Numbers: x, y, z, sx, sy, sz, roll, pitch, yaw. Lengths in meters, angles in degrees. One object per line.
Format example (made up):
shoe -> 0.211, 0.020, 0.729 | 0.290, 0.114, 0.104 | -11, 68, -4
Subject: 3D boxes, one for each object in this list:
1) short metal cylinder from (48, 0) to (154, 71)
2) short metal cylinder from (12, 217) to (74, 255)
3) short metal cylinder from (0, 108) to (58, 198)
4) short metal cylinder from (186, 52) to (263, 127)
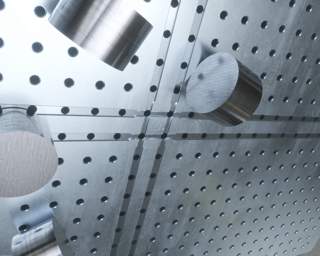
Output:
short metal cylinder -> -0.053, -0.097, 0.287 | 0.080, 0.080, 0.050 | 28, 103, -38
short metal cylinder -> -0.146, 0.163, 0.397 | 0.050, 0.080, 0.080 | -24, 127, -14
short metal cylinder -> -0.154, 0.026, 0.327 | 0.081, 0.050, 0.079 | -14, 124, -21
short metal cylinder -> 0.079, -0.047, 0.390 | 0.050, 0.080, 0.080 | 24, 105, -37
